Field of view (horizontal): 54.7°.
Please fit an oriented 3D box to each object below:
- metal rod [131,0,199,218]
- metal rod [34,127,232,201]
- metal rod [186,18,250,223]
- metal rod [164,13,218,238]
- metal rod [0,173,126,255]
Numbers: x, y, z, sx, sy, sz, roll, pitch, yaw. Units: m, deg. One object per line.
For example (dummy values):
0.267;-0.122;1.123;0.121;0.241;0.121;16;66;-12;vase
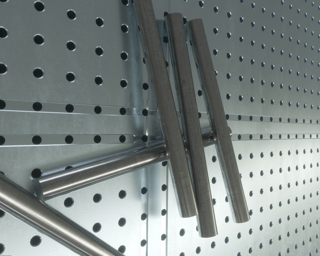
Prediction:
0.005;-0.035;0.392;0.025;0.025;0.298;-14;92;-39;metal rod
-0.007;0.035;0.404;0.302;0.025;0.025;-13;99;-39;metal rod
0.085;-0.010;0.453;0.025;0.025;0.298;-14;90;-40;metal rod
0.041;-0.006;0.417;0.025;0.025;0.298;-6;85;-40;metal rod
-0.092;0.111;0.322;0.300;0.025;0.025;49;61;-33;metal rod
